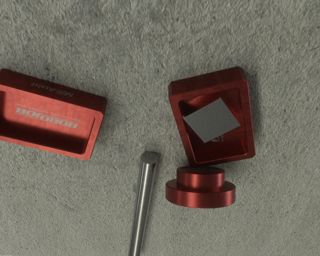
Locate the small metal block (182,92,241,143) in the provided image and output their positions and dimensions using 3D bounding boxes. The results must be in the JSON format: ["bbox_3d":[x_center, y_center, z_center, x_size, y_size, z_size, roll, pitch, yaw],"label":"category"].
[{"bbox_3d":[0.062,-0.015,0.378,0.050,0.025,0.050,-29,125,22],"label":"small metal block"}]

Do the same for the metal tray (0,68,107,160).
[{"bbox_3d":[-0.142,-0.013,0.390,0.131,0.030,0.089,15,128,-13],"label":"metal tray"}]

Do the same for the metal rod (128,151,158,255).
[{"bbox_3d":[-0.035,0.155,0.538,0.025,0.025,0.298,5,130,-5],"label":"metal rod"}]

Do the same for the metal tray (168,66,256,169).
[{"bbox_3d":[0.070,-0.008,0.398,0.090,0.030,0.129,-12,130,9],"label":"metal tray"}]

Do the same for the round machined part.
[{"bbox_3d":[0.057,0.079,0.441,0.099,0.098,0.042,1,92,-1],"label":"round machined part"}]
